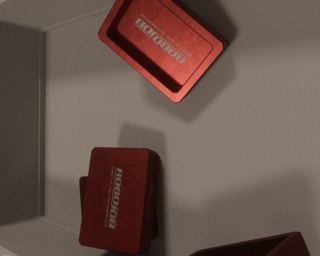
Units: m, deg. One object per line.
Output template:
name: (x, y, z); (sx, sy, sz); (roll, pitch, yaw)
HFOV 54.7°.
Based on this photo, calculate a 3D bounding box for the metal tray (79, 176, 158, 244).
metal tray: (-0.065, 0.114, 0.455); (0.130, 0.030, 0.089); (-8, 85, 39)

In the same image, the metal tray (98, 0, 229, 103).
metal tray: (0.002, -0.104, 0.363); (0.130, 0.030, 0.090); (41, 120, 2)

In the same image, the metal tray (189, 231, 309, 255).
metal tray: (0.069, 0.140, 0.305); (0.130, 0.091, 0.030); (-28, 73, 36)

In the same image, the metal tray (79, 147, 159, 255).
metal tray: (-0.054, 0.092, 0.411); (0.090, 0.030, 0.129); (0, 76, 24)
